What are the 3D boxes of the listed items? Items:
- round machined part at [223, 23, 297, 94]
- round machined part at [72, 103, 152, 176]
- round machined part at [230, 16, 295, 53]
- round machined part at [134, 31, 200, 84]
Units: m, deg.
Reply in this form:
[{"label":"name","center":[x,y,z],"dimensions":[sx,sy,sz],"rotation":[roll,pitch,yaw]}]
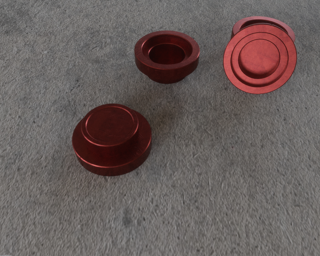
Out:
[{"label":"round machined part","center":[0.144,-0.102,0.449],"dimensions":[0.098,0.097,0.042],"rotation":[15,25,12]},{"label":"round machined part","center":[-0.060,0.007,0.385],"dimensions":[0.099,0.042,0.098],"rotation":[0,50,0]},{"label":"round machined part","center":[0.165,-0.139,0.510],"dimensions":[0.099,0.042,0.098],"rotation":[0,50,0]},{"label":"round machined part","center":[0.011,-0.106,0.481],"dimensions":[0.099,0.042,0.098],"rotation":[0,50,0]}]
